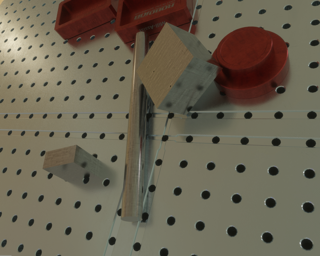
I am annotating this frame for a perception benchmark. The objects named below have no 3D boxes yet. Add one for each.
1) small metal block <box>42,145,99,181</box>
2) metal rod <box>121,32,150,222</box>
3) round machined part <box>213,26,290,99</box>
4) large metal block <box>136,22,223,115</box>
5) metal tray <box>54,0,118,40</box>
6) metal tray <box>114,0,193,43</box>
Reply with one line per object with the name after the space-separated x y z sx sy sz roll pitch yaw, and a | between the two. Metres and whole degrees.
-0.121 0.049 0.423 0.050 0.050 0.025 -13 57 20 | small metal block
-0.031 -0.022 0.436 0.025 0.025 0.299 -13 56 21 | metal rod
0.110 -0.089 0.394 0.098 0.042 0.098 -13 56 20 | round machined part
0.022 -0.076 0.405 0.080 0.050 0.080 -54 45 29 | large metal block
-0.146 -0.239 0.625 0.130 0.030 0.090 -16 55 18 | metal tray
-0.011 -0.206 0.535 0.130 0.030 0.090 -12 57 21 | metal tray
